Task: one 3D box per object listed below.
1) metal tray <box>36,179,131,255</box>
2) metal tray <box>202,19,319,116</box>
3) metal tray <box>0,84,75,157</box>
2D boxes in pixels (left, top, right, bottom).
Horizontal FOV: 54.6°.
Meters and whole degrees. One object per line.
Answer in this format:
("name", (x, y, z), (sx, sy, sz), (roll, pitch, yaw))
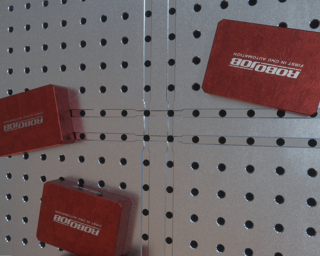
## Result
("metal tray", (-0.113, 0.133, 0.450), (0.130, 0.030, 0.090), (11, 94, 19))
("metal tray", (0.124, -0.072, 0.366), (0.130, 0.030, 0.090), (15, 95, 19))
("metal tray", (-0.202, -0.009, 0.482), (0.130, 0.030, 0.090), (-12, 86, 19))
